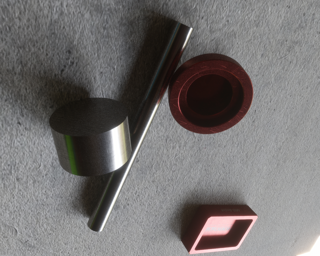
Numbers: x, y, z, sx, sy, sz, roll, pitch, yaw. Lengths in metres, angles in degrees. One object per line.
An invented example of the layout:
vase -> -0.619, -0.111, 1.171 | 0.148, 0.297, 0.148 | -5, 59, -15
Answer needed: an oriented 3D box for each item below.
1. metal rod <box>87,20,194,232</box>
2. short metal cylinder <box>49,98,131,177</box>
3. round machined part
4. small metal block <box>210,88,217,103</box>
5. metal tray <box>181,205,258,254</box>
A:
metal rod -> -0.032, 0.011, 0.397 | 0.025, 0.025, 0.298 | 12, 112, -34
short metal cylinder -> -0.073, 0.007, 0.337 | 0.081, 0.080, 0.050 | -15, 125, -20
round machined part -> 0.059, -0.044, 0.377 | 0.099, 0.042, 0.097 | -2, 122, -3
small metal block -> 0.086, -0.047, 0.427 | 0.050, 0.025, 0.050 | -15, 125, -20
metal tray -> 0.114, 0.190, 0.586 | 0.131, 0.030, 0.089 | 10, 113, -33
